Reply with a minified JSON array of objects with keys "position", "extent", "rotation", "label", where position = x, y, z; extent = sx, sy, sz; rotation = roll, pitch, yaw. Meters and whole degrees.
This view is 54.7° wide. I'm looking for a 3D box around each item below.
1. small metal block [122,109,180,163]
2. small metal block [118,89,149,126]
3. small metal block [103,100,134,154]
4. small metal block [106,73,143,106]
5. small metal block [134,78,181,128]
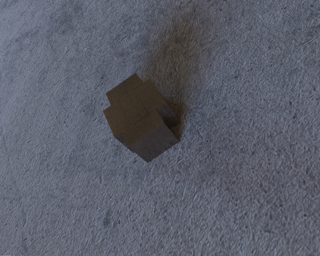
[{"position":[-0.010,0.011,0.386],"extent":[0.050,0.050,0.025],"rotation":[-34,52,6],"label":"small metal block"},{"position":[-0.024,-0.015,0.409],"extent":[0.025,0.050,0.050],"rotation":[-35,52,5],"label":"small metal block"},{"position":[-0.045,-0.001,0.411],"extent":[0.025,0.050,0.050],"rotation":[-35,52,5],"label":"small metal block"},{"position":[-0.038,-0.041,0.432],"extent":[0.050,0.050,0.025],"rotation":[-34,52,6],"label":"small metal block"},{"position":[-0.003,-0.029,0.407],"extent":[0.025,0.050,0.050],"rotation":[-35,52,5],"label":"small metal block"}]
